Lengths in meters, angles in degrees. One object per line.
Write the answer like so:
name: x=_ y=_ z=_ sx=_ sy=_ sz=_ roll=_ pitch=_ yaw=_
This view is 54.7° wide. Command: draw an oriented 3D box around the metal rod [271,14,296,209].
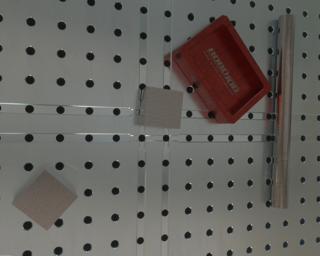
metal rod: x=0.193 y=-0.026 z=0.485 sx=0.025 sy=0.025 sz=0.298 roll=3 pitch=89 yaw=-20

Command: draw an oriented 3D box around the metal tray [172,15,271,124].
metal tray: x=0.090 y=-0.081 z=0.444 sx=0.090 sy=0.030 sz=0.130 roll=-41 pitch=103 yaw=-16

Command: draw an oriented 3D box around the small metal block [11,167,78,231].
small metal block: x=-0.134 y=0.082 z=0.364 sx=0.050 sy=0.025 sz=0.050 roll=45 pitch=76 yaw=-15

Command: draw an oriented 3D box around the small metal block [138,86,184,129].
small metal block: x=0.001 y=-0.026 z=0.414 sx=0.050 sy=0.025 sz=0.050 roll=6 pitch=88 yaw=-20
